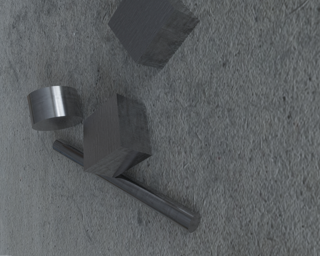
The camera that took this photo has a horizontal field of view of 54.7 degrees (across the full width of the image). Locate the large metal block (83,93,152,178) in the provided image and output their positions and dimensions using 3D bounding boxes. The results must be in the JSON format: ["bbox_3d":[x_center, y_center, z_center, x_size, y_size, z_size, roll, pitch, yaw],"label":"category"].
[{"bbox_3d":[-0.061,0.013,0.425,0.080,0.050,0.080,-34,51,35],"label":"large metal block"}]

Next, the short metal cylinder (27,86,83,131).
[{"bbox_3d":[-0.173,-0.031,0.512,0.080,0.081,0.050,-23,76,38],"label":"short metal cylinder"}]

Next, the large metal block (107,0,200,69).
[{"bbox_3d":[-0.011,-0.135,0.397,0.080,0.050,0.080,-49,61,29],"label":"large metal block"}]

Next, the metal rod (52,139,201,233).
[{"bbox_3d":[-0.070,0.072,0.462,0.300,0.025,0.025,21,103,38],"label":"metal rod"}]
